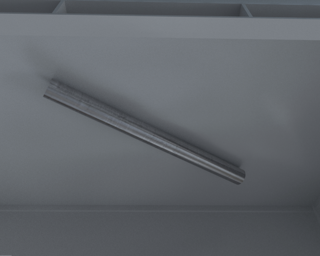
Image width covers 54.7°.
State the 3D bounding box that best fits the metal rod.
[{"bbox_3d":[-0.005,0.014,0.418,0.302,0.025,0.025,26,125,-21],"label":"metal rod"}]
